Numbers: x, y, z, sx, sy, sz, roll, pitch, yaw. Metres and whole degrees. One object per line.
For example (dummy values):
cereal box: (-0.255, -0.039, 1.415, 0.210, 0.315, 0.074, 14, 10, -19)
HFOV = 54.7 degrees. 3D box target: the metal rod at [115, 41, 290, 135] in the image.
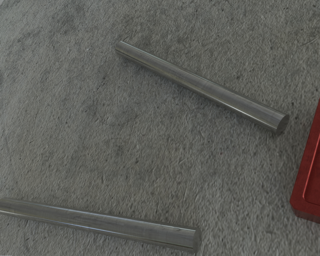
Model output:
metal rod: (0.034, -0.069, 0.427, 0.300, 0.025, 0.025, 33, 80, 38)

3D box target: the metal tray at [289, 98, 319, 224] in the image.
metal tray: (0.184, 0.030, 0.285, 0.090, 0.030, 0.130, 13, 68, 33)

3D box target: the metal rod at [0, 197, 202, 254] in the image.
metal rod: (-0.095, 0.114, 0.383, 0.300, 0.025, 0.025, 0, 62, 28)
